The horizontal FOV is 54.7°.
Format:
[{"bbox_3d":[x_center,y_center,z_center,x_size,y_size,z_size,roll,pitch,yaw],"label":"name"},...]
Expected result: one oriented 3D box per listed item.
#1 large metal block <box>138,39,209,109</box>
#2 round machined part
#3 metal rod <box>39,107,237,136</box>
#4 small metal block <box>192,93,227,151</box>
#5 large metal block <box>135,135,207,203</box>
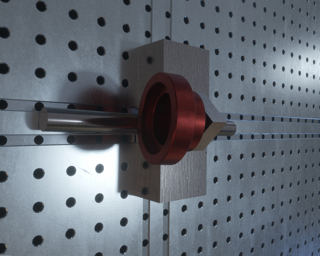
[{"bbox_3d":[0.019,-0.065,0.409,0.081,0.050,0.080,1,90,-40],"label":"large metal block"},{"bbox_3d":[0.013,-0.009,0.335,0.042,0.098,0.097,5,87,-26],"label":"round machined part"},{"bbox_3d":[-0.001,-0.004,0.408,0.302,0.025,0.025,2,89,-40],"label":"metal rod"},{"bbox_3d":[0.045,-0.007,0.373,0.025,0.050,0.050,1,46,-40],"label":"small metal block"},{"bbox_3d":[0.016,0.049,0.406,0.081,0.050,0.080,2,89,-40],"label":"large metal block"}]
